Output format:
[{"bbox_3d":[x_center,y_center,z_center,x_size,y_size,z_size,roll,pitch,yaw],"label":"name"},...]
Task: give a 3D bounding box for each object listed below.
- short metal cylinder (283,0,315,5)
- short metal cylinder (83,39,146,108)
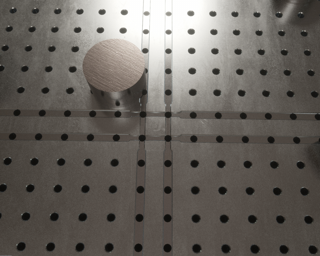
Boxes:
[{"bbox_3d":[0.226,-0.244,0.491,0.081,0.050,0.080,0,70,0],"label":"short metal cylinder"},{"bbox_3d":[-0.060,-0.074,0.425,0.081,0.050,0.080,0,70,0],"label":"short metal cylinder"}]
